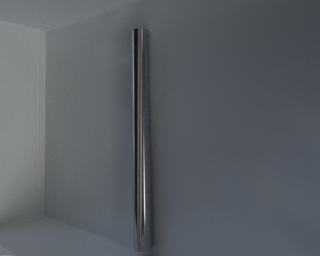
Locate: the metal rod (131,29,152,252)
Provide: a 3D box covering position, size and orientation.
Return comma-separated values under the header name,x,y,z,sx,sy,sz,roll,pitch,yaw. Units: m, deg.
name,x,y,z,sx,sy,sz,roll,pitch,yaw
metal rod,-0.025,0.016,0.425,0.025,0.025,0.298,-1,89,39
